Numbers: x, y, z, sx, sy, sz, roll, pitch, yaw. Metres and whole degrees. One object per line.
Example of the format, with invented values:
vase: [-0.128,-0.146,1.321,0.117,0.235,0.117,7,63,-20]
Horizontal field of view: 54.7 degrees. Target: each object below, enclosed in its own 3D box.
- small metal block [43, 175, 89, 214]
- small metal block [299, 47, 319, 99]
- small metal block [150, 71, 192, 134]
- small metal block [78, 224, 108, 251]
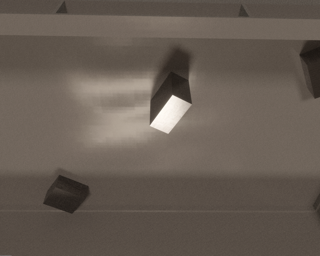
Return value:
small metal block: [-0.151,0.108,0.499,0.050,0.025,0.050,28,125,-22]
small metal block: [0.194,-0.068,0.354,0.050,0.025,0.050,-21,127,16]
small metal block: [0.011,-0.030,0.367,0.025,0.050,0.050,24,126,-19]
small metal block: [-0.126,0.208,0.587,0.050,0.025,0.050,6,130,-6]
